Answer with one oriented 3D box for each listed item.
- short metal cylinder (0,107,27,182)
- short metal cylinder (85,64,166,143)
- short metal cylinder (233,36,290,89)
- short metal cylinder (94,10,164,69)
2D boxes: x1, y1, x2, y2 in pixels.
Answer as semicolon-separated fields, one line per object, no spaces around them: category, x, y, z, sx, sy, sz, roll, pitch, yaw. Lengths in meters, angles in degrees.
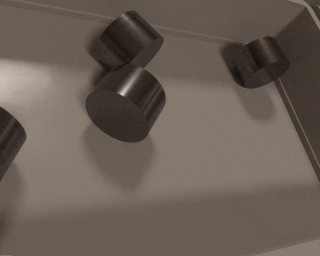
short metal cylinder;-0.169;0.012;0.272;0.080;0.080;0.050;26;53;-13
short metal cylinder;-0.040;-0.028;0.368;0.080;0.080;0.050;34;51;-6
short metal cylinder;0.174;-0.111;0.535;0.081;0.080;0.050;-7;66;-32
short metal cylinder;-0.041;-0.108;0.416;0.050;0.080;0.080;45;51;2
